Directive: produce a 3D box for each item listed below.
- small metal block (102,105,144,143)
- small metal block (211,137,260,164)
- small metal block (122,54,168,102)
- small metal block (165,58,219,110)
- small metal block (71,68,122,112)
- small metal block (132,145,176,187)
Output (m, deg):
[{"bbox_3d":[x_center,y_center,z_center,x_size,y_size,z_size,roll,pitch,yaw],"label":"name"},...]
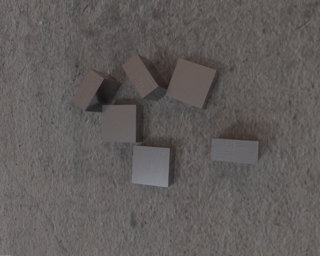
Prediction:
[{"bbox_3d":[-0.051,-0.006,0.426,0.050,0.025,0.050,1,90,19],"label":"small metal block"},{"bbox_3d":[0.090,0.025,0.364,0.050,0.050,0.025,3,91,19],"label":"small metal block"},{"bbox_3d":[-0.016,-0.064,0.401,0.025,0.050,0.050,-36,79,16],"label":"small metal block"},{"bbox_3d":[0.041,-0.055,0.394,0.050,0.025,0.050,23,97,18],"label":"small metal block"},{"bbox_3d":[-0.085,-0.050,0.425,0.025,0.050,0.050,36,102,16],"label":"small metal block"},{"bbox_3d":[-0.008,0.049,0.411,0.050,0.025,0.050,3,91,19],"label":"small metal block"}]
